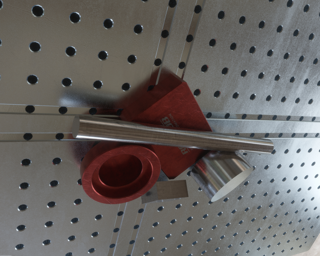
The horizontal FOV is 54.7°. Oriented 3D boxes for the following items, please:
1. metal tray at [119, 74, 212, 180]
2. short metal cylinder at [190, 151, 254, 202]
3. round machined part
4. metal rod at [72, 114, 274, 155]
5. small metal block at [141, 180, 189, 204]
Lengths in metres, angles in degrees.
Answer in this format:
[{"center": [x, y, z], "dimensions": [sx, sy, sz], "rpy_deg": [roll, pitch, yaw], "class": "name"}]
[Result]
[{"center": [0.017, 0.003, 0.422], "dimensions": [0.090, 0.030, 0.130], "rpy_deg": [-37, 130, -4], "class": "metal tray"}, {"center": [0.093, 0.067, 0.470], "dimensions": [0.080, 0.050, 0.080], "rpy_deg": [-30, 154, -17], "class": "short metal cylinder"}, {"center": [-0.052, 0.048, 0.396], "dimensions": [0.099, 0.042, 0.097], "rpy_deg": [-11, 128, -15], "class": "round machined part"}, {"center": [0.040, 0.014, 0.402], "dimensions": [0.302, 0.025, 0.025], "rpy_deg": [7, 115, -32], "class": "metal rod"}, {"center": [0.006, 0.095, 0.457], "dimensions": [0.050, 0.025, 0.050], "rpy_deg": [2, 161, -31], "class": "small metal block"}]
